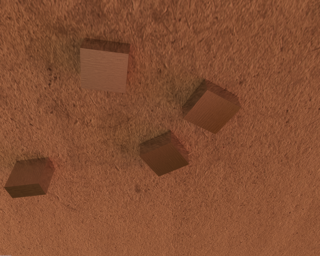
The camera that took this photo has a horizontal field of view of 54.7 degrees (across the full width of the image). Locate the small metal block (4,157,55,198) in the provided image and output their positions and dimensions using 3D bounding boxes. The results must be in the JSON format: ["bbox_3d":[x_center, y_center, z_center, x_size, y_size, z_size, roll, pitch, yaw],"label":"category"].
[{"bbox_3d":[-0.188,0.072,0.450,0.050,0.050,0.025,-7,130,6],"label":"small metal block"}]

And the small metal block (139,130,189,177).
[{"bbox_3d":[0.006,0.037,0.439,0.050,0.025,0.050,-25,126,19],"label":"small metal block"}]

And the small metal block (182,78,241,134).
[{"bbox_3d":[0.063,-0.026,0.386,0.050,0.025,0.050,24,126,-20],"label":"small metal block"}]

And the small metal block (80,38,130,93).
[{"bbox_3d":[-0.061,-0.069,0.347,0.050,0.025,0.050,6,130,-6],"label":"small metal block"}]
